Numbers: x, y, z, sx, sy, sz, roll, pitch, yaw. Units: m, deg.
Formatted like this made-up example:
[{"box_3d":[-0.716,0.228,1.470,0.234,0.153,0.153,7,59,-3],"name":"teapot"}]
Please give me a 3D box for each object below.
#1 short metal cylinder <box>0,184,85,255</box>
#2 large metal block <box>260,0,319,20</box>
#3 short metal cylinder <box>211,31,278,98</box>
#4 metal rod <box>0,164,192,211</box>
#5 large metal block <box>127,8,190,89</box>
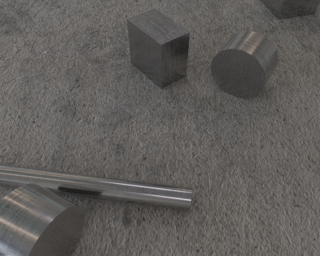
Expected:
[{"box_3d":[-0.115,0.098,0.284,0.050,0.080,0.080,21,53,17],"name":"short metal cylinder"},{"box_3d":[0.256,-0.262,0.609,0.081,0.050,0.080,-11,51,-9],"name":"large metal block"},{"box_3d":[0.121,-0.090,0.445,0.080,0.080,0.050,26,55,20],"name":"short metal cylinder"},{"box_3d":[-0.116,0.062,0.350,0.302,0.025,0.025,6,50,5],"name":"metal rod"},{"box_3d":[-0.003,-0.120,0.468,0.050,0.080,0.080,-31,57,-23],"name":"large metal block"}]
